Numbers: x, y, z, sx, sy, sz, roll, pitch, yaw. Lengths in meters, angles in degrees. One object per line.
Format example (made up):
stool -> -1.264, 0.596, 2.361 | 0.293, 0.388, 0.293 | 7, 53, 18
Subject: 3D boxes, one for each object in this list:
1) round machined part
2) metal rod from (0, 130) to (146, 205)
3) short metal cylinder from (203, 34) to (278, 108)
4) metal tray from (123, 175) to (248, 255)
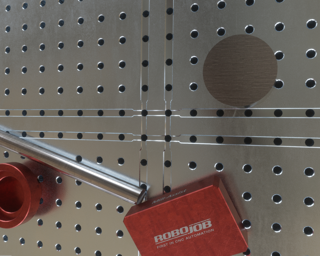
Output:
round machined part -> -0.225, 0.101, 0.481 | 0.098, 0.042, 0.097 | 0, 90, 19
metal rod -> -0.161, 0.049, 0.467 | 0.301, 0.025, 0.025 | 19, 96, 18
short metal cylinder -> 0.096, -0.064, 0.365 | 0.080, 0.050, 0.079 | 0, 90, 19
metal tray -> 0.031, 0.124, 0.387 | 0.130, 0.030, 0.090 | -24, 96, 18
